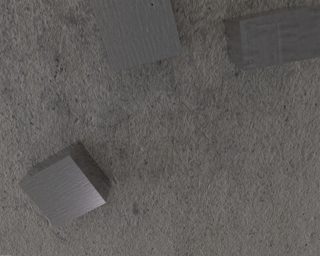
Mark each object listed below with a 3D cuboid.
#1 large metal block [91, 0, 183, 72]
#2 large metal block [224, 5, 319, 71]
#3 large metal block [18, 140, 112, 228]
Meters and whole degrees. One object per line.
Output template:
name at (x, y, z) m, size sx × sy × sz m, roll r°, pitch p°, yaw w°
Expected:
large metal block at (-0.024, -0.117, 0.353) m, size 0.080 × 0.050 × 0.080 m, roll -14°, pitch 110°, yaw 5°
large metal block at (0.121, -0.102, 0.344) m, size 0.080 × 0.080 × 0.050 m, roll -10°, pitch 110°, yaw 3°
large metal block at (-0.126, 0.076, 0.423) m, size 0.080 × 0.050 × 0.080 m, roll -29°, pitch 108°, yaw 10°
